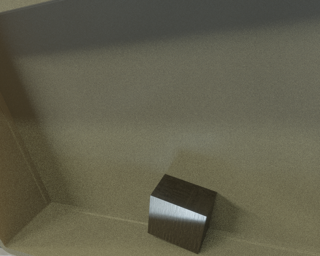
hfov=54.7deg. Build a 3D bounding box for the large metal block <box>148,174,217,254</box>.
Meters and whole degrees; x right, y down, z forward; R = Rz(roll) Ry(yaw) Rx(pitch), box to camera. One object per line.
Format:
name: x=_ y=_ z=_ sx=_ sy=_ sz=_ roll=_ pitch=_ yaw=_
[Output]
large metal block: x=0.031 y=0.124 z=0.452 sx=0.080 sy=0.050 sz=0.079 roll=17 pitch=125 yaw=18
